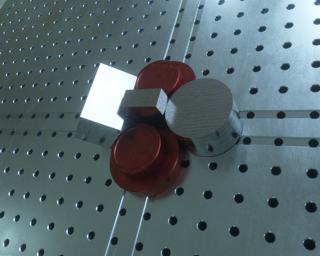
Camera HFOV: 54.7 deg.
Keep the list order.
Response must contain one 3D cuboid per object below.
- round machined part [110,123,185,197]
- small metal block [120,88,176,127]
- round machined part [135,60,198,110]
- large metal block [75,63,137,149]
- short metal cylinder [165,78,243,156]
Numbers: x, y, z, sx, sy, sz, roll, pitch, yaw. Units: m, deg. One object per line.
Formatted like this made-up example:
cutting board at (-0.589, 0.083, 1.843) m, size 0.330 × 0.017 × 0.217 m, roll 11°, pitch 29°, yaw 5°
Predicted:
round machined part at (-0.022, 0.033, 0.389) m, size 0.098 × 0.042 × 0.098 m, roll -13°, pitch 56°, yaw 21°
small metal block at (-0.013, -0.024, 0.385) m, size 0.050 × 0.050 × 0.025 m, roll 1°, pitch 63°, yaw 29°
round machined part at (0.003, -0.056, 0.430) m, size 0.098 × 0.042 × 0.098 m, roll -13°, pitch 56°, yaw 21°
large metal block at (-0.075, -0.027, 0.422) m, size 0.050 × 0.080 × 0.080 m, roll 20°, pitch 65°, yaw -12°
short metal cylinder at (0.053, -0.012, 0.371) m, size 0.080 × 0.050 × 0.080 m, roll -13°, pitch 56°, yaw 21°
